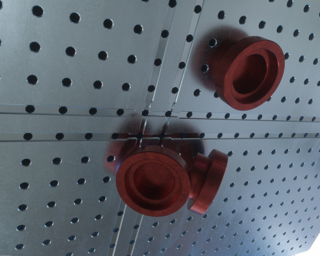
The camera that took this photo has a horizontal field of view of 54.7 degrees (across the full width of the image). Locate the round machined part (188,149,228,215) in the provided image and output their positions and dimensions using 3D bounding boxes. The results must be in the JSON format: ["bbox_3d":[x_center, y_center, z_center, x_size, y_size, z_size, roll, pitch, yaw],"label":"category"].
[{"bbox_3d":[0.060,0.075,0.458,0.042,0.098,0.097,25,109,3],"label":"round machined part"}]

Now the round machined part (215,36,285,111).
[{"bbox_3d":[0.115,-0.076,0.419,0.099,0.042,0.097,-14,125,-21],"label":"round machined part"}]

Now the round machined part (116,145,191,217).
[{"bbox_3d":[-0.007,0.067,0.420,0.099,0.042,0.097,3,111,9],"label":"round machined part"}]
